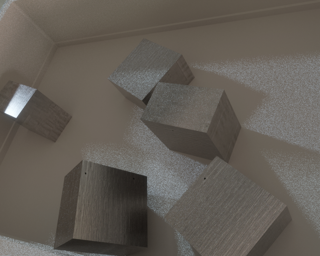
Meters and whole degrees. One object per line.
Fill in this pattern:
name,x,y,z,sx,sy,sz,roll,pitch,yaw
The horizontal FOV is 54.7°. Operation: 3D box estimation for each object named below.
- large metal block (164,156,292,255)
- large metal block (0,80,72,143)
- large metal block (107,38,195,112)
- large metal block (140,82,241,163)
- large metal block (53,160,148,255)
large metal block,0.066,0.088,0.301,0.080,0.050,0.080,-48,51,-6
large metal block,-0.204,-0.027,0.494,0.080,0.080,0.050,18,72,35
large metal block,-0.013,-0.071,0.440,0.080,0.050,0.080,35,81,38
large metal block,0.038,-0.005,0.354,0.080,0.080,0.050,12,68,33
large metal block,-0.061,0.090,0.338,0.050,0.080,0.080,-39,42,42
